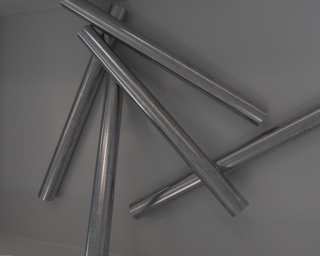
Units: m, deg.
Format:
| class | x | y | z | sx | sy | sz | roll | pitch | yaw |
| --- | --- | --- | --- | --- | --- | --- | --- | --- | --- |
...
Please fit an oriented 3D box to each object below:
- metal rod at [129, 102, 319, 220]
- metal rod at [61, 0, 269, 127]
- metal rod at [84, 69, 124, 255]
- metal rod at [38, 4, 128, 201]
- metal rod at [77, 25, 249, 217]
| class | x | y | z | sx | sy | sz | roll | pitch | yaw |
| --- | --- | --- | --- | --- | --- | --- | --- | --- | --- |
| metal rod | 0.089 | 0.040 | 0.378 | 0.300 | 0.025 | 0.025 | -31 | 80 | 17 |
| metal rod | -0.002 | -0.093 | 0.393 | 0.301 | 0.025 | 0.025 | 33 | 101 | 10 |
| metal rod | -0.064 | 0.047 | 0.370 | 0.025 | 0.025 | 0.299 | -8 | 63 | 20 |
| metal rod | -0.115 | -0.031 | 0.451 | 0.025 | 0.025 | 0.298 | 26 | 98 | 18 |
| metal rod | -0.004 | -0.018 | 0.383 | 0.025 | 0.025 | 0.300 | -44 | 77 | 15 |
